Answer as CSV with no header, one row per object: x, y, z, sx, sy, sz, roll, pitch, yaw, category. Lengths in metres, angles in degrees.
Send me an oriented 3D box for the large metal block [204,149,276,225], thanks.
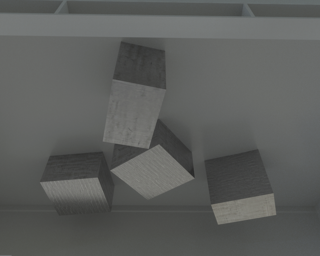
0.113,0.084,0.445,0.080,0.080,0.050,-13,129,11,large metal block

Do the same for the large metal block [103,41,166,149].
-0.028,-0.037,0.341,0.050,0.080,0.079,10,129,-9,large metal block

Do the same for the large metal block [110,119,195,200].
-0.009,0.046,0.432,0.080,0.050,0.080,-30,124,22,large metal block

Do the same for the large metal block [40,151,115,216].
-0.119,0.084,0.463,0.080,0.050,0.080,-5,130,4,large metal block
